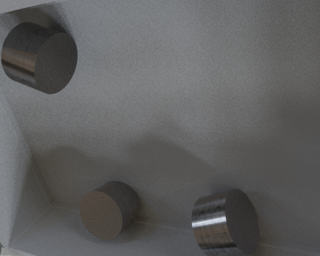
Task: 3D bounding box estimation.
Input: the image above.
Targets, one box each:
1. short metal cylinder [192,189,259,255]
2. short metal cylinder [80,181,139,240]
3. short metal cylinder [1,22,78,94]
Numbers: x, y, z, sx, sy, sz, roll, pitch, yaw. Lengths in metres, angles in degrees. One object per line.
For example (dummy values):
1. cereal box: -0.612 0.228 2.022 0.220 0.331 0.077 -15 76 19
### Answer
1. short metal cylinder: 0.086 0.124 0.405 0.050 0.080 0.080 -25 105 37
2. short metal cylinder: -0.081 0.132 0.502 0.080 0.050 0.079 5 102 25
3. short metal cylinder: -0.152 -0.089 0.398 0.050 0.080 0.079 21 127 15
